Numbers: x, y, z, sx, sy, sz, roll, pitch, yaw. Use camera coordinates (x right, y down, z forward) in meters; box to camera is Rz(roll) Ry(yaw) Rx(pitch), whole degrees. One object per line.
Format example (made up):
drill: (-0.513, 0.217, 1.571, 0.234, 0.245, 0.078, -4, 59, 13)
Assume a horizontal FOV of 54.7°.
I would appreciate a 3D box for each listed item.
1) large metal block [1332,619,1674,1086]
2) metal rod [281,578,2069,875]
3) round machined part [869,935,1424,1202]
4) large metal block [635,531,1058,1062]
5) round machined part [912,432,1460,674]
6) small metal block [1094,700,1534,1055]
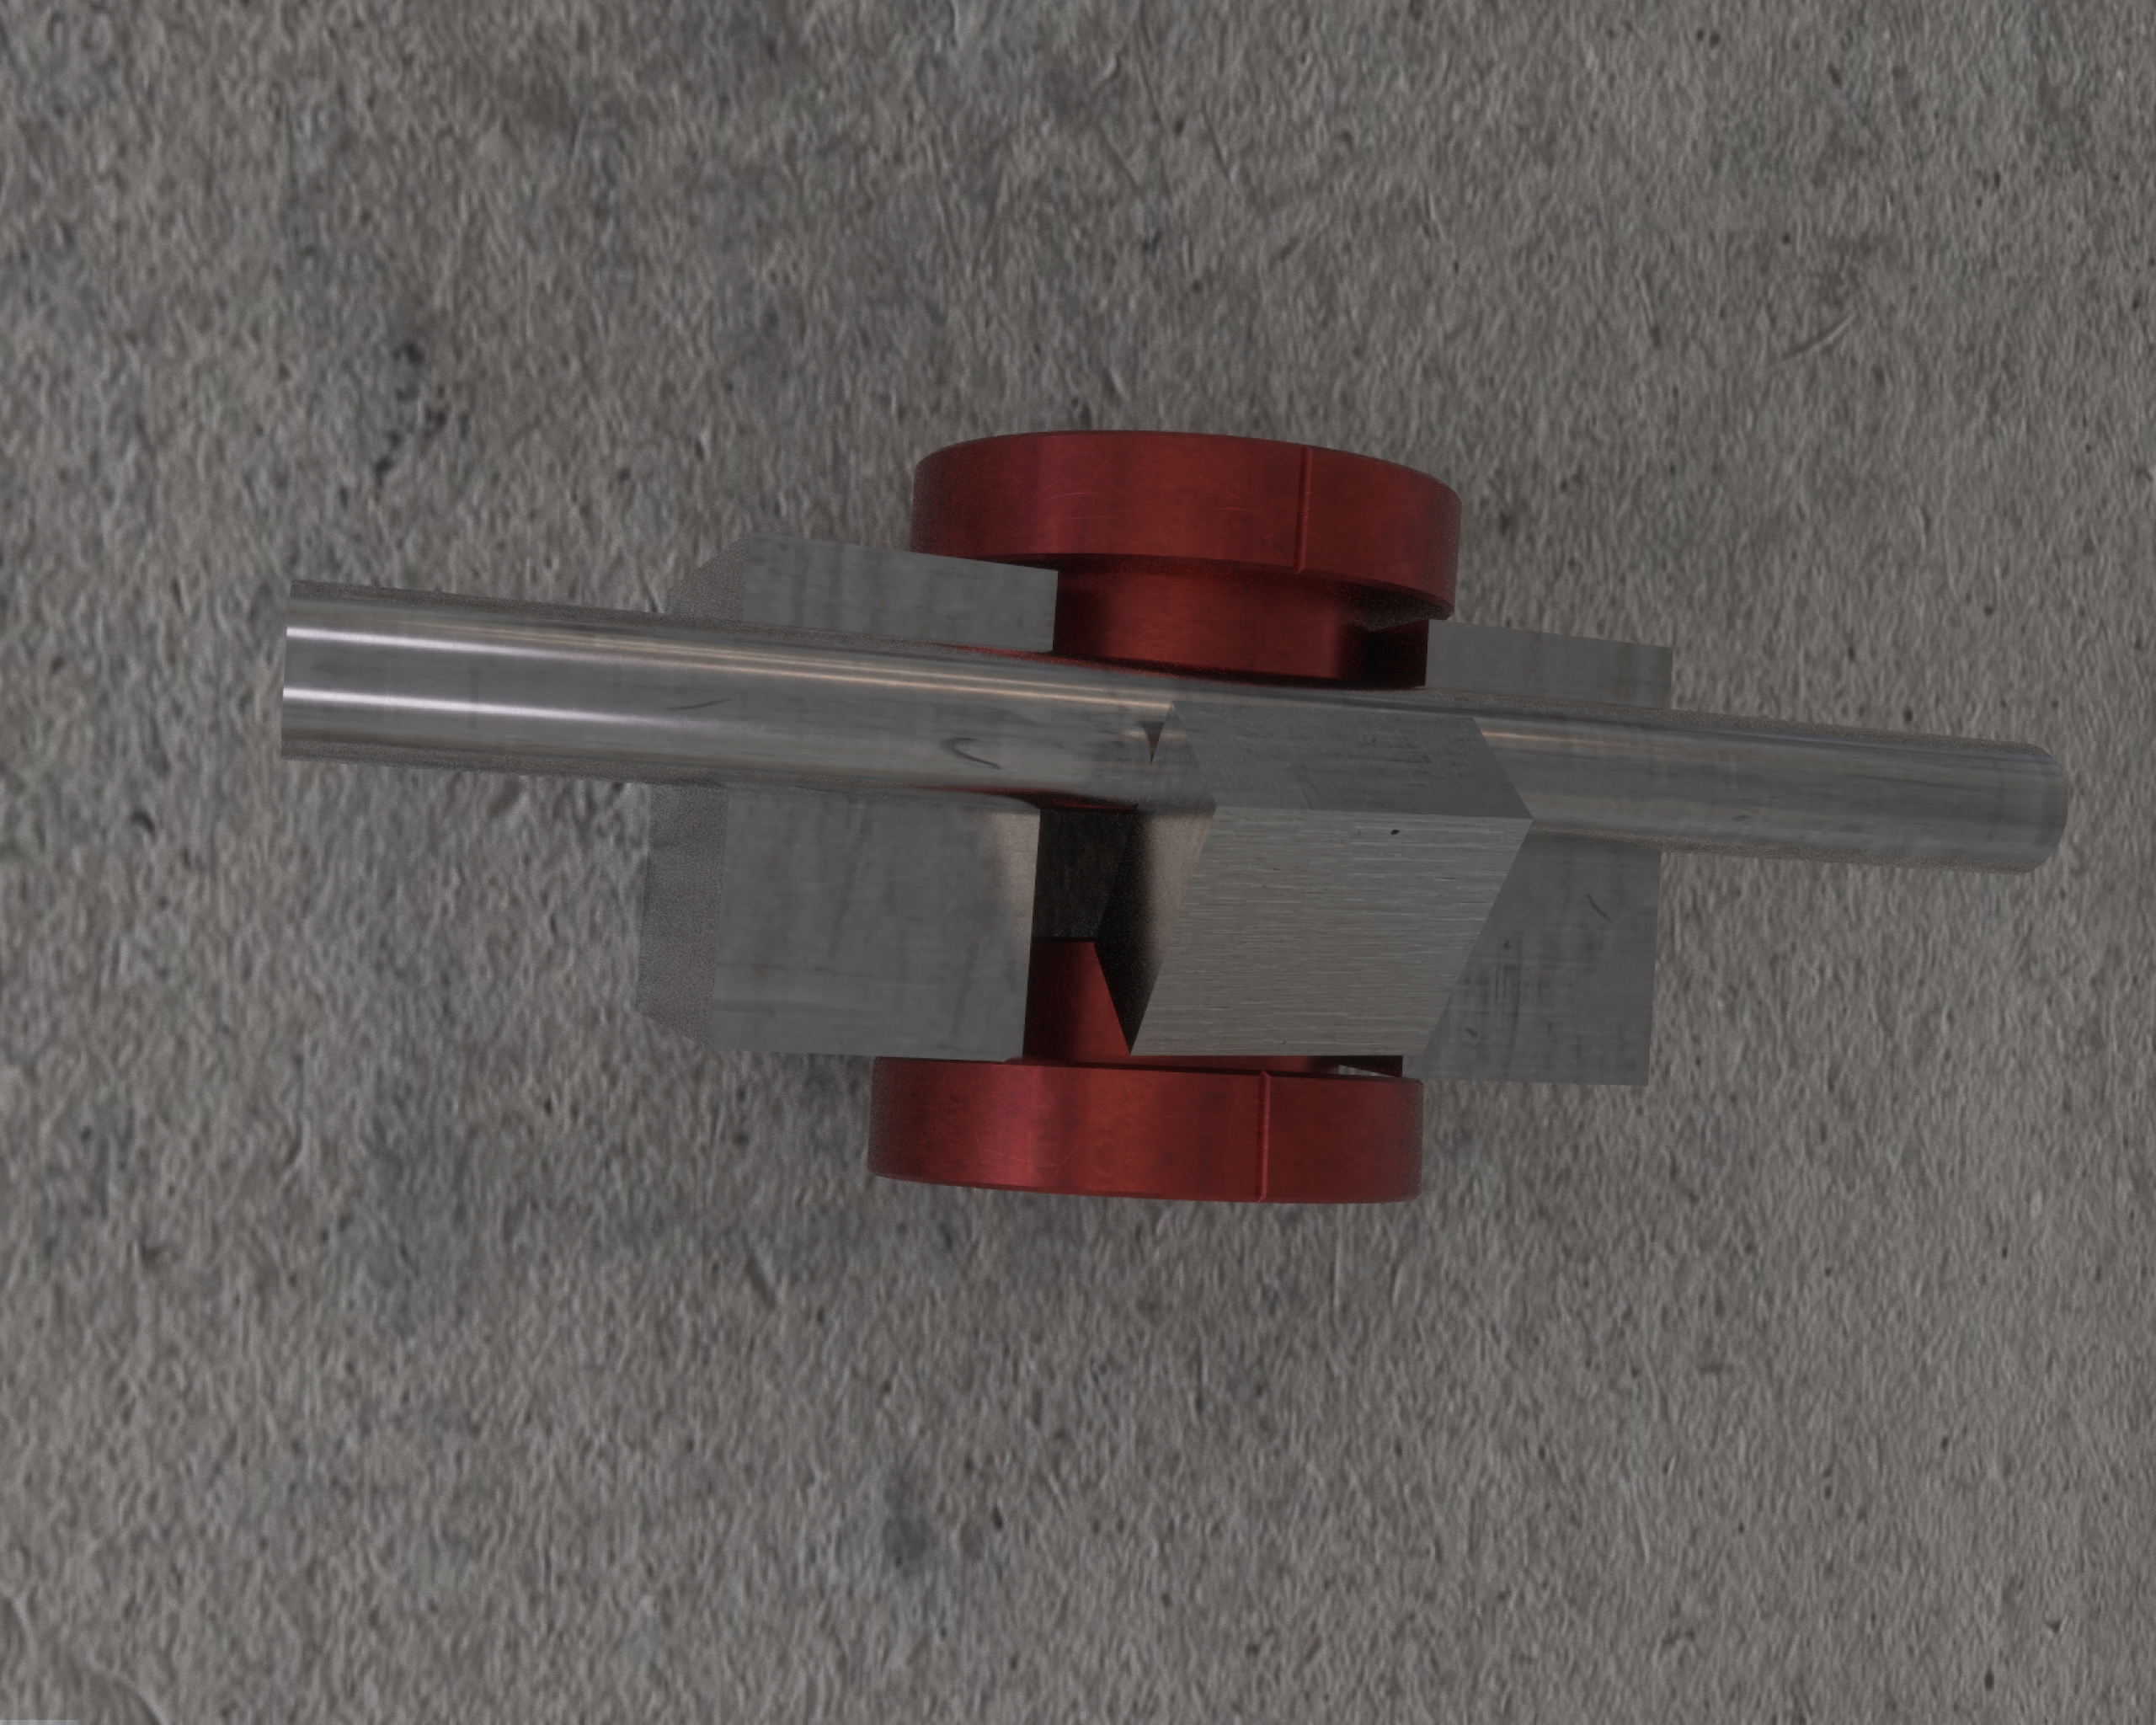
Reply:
large metal block: (0.068, -0.001, 0.406, 0.050, 0.080, 0.080, 4, 89, -20)
metal rod: (0.033, -0.018, 0.337, 0.302, 0.025, 0.025, 3, 89, -20)
round machined part: (0.013, 0.037, 0.376, 0.099, 0.098, 0.042, 5, 84, -20)
large metal block: (-0.043, -0.010, 0.365, 0.050, 0.080, 0.080, 5, 89, -20)
round machined part: (0.018, -0.047, 0.378, 0.099, 0.098, 0.042, 4, 90, -20)
small metal block: (0.035, 0.004, 0.324, 0.050, 0.025, 0.050, 2, 130, -19)
